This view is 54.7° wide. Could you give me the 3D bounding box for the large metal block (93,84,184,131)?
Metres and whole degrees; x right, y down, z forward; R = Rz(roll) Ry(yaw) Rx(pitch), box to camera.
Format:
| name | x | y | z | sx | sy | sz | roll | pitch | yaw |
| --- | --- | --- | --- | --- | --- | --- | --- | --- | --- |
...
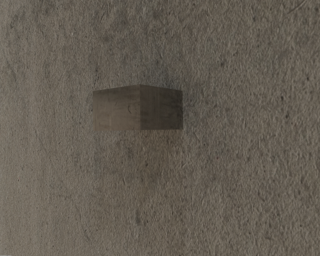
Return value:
| name | x | y | z | sx | sy | sz | roll | pitch | yaw |
| --- | --- | --- | --- | --- | --- | --- | --- | --- | --- |
| large metal block | -0.027 | -0.022 | 0.391 | 0.080 | 0.081 | 0.050 | -1 | 89 | 39 |
